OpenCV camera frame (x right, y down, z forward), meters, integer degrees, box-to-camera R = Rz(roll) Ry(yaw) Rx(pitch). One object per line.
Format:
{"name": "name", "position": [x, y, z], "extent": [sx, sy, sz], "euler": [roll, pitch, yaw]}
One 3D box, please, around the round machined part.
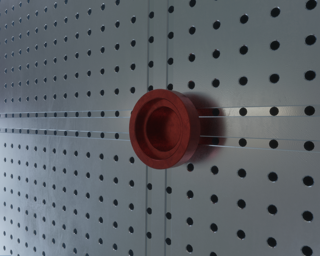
{"name": "round machined part", "position": [0.010, 0.001, 0.391], "extent": [0.098, 0.042, 0.097], "euler": [0, 90, 40]}
